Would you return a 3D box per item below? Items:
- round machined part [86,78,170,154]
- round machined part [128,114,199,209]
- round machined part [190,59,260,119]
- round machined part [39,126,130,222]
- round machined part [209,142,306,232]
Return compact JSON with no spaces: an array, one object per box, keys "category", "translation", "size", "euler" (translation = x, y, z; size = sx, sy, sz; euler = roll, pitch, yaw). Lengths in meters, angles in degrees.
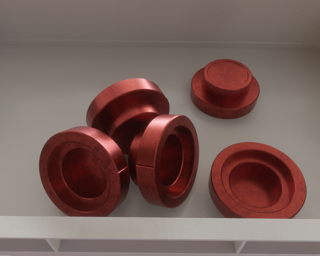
[{"category":"round machined part","translation":[-0.032,-0.007,0.363],"size":[0.099,0.097,0.042],"euler":[-20,53,-16]},{"category":"round machined part","translation":[0.002,0.034,0.334],"size":[0.042,0.098,0.098],"euler":[4,47,31]},{"category":"round machined part","translation":[0.095,-0.063,0.448],"size":[0.099,0.042,0.098],"euler":[0,50,0]},{"category":"round machined part","translation":[-0.075,0.045,0.330],"size":[0.098,0.097,0.042],"euler":[22,21,16]},{"category":"round machined part","translation":[0.102,0.066,0.340],"size":[0.099,0.042,0.098],"euler":[0,50,0]}]
